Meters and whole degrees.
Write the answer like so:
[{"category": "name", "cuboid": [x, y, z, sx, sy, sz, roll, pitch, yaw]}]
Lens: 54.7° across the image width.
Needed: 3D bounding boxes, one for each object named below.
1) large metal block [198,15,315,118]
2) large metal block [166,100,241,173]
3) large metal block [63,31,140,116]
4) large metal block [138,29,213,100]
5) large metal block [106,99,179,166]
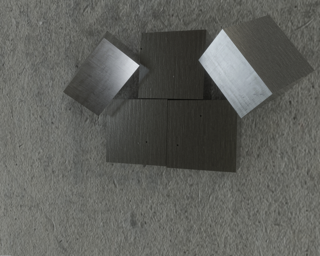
[{"category": "large metal block", "cuboid": [0.104, -0.069, 0.338, 0.080, 0.081, 0.050, 56, 147, 11]}, {"category": "large metal block", "cuboid": [0.055, 0.008, 0.375, 0.080, 0.050, 0.079, 2, 91, 19]}, {"category": "large metal block", "cuboid": [-0.073, -0.073, 0.398, 0.050, 0.080, 0.080, 36, 104, -19]}, {"category": "large metal block", "cuboid": [0.021, -0.075, 0.389, 0.080, 0.050, 0.079, 3, 91, 19]}, {"category": "large metal block", "cuboid": [-0.022, 0.004, 0.403, 0.080, 0.050, 0.079, 2, 91, 19]}]
